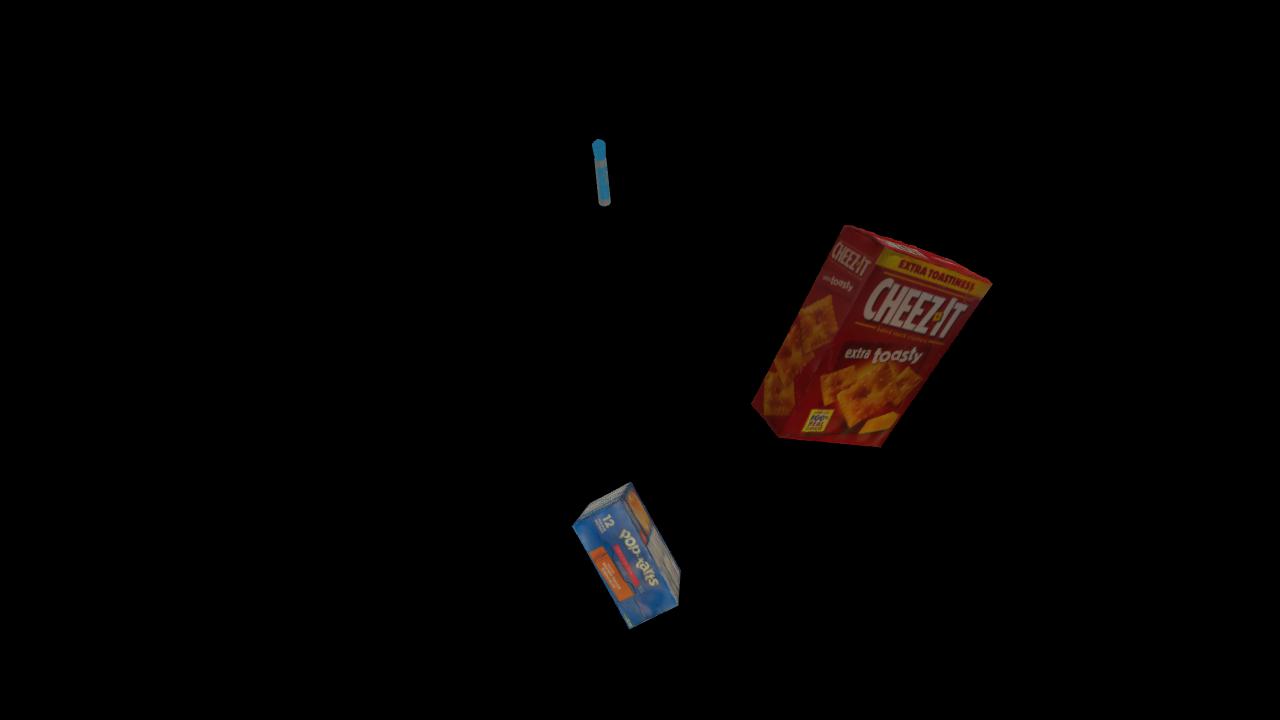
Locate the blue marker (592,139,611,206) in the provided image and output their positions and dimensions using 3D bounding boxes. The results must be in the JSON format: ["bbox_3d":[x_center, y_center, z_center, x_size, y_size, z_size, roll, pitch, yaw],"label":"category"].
[{"bbox_3d":[-0.055,-0.267,0.881,0.020,0.020,0.121,0,-26,1],"label":"blue marker"}]

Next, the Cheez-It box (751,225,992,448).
[{"bbox_3d":[0.242,-0.015,0.657,0.166,0.223,0.071,9,28,-29],"label":"Cheez-It box"}]

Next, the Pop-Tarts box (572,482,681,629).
[{"bbox_3d":[-0.015,0.285,0.920,0.083,0.167,0.141,-30,-3,4],"label":"Pop-Tarts box"}]
